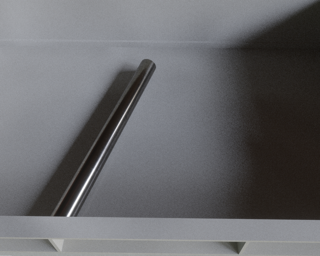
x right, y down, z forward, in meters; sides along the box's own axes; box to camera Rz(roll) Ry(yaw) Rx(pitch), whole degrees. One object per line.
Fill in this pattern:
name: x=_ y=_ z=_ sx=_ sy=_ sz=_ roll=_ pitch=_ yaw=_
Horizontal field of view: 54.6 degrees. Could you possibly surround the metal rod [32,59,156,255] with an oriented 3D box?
metal rod: x=-0.066 y=0.011 z=0.395 sx=0.025 sy=0.025 sz=0.301 roll=14 pitch=51 yaw=12
